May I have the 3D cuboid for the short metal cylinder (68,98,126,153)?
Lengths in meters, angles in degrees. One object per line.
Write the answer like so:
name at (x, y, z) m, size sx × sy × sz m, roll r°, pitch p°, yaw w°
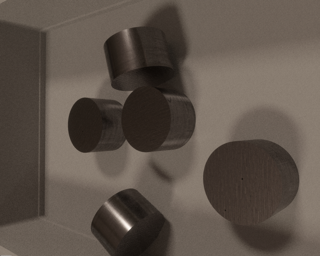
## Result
short metal cylinder at (-0.093, -0.004, 0.465) m, size 0.080 × 0.050 × 0.079 m, roll 0°, pitch 90°, yaw 39°

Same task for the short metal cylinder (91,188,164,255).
short metal cylinder at (-0.041, 0.126, 0.403) m, size 0.050 × 0.081 × 0.079 m, roll 36°, pitch 112°, yaw 34°

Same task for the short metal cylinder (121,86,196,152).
short metal cylinder at (-0.003, -0.011, 0.391) m, size 0.080 × 0.050 × 0.079 m, roll 0°, pitch 90°, yaw 39°

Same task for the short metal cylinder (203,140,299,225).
short metal cylinder at (0.092, 0.052, 0.314) m, size 0.080 × 0.050 × 0.079 m, roll 0°, pitch 90°, yaw 39°

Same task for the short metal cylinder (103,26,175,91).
short metal cylinder at (-0.026, -0.084, 0.391) m, size 0.080 × 0.081 × 0.050 m, roll -21°, pitch 77°, yaw 38°
